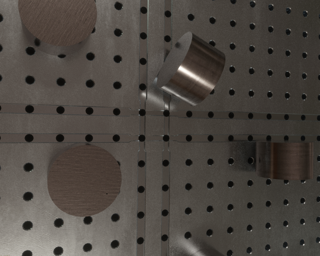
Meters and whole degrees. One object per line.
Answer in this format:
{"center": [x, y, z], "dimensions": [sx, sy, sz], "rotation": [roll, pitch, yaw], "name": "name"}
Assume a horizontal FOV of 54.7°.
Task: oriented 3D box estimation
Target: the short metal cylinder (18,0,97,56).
{"center": [-0.117, -0.128, 0.356], "dimensions": [0.081, 0.050, 0.079], "rotation": [0, 90, -21], "name": "short metal cylinder"}

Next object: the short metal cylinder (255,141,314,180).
{"center": [0.181, 0.044, 0.452], "dimensions": [0.081, 0.080, 0.050], "rotation": [0, 90, -20], "name": "short metal cylinder"}

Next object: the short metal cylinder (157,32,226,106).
{"center": [0.038, -0.075, 0.399], "dimensions": [0.050, 0.080, 0.080], "rotation": [27, 81, -18], "name": "short metal cylinder"}

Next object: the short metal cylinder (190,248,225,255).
{"center": [0.074, 0.216, 0.428], "dimensions": [0.081, 0.050, 0.079], "rotation": [0, 90, -20], "name": "short metal cylinder"}

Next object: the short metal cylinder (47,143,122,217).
{"center": [-0.091, 0.058, 0.367], "dimensions": [0.081, 0.050, 0.079], "rotation": [0, 90, -20], "name": "short metal cylinder"}
